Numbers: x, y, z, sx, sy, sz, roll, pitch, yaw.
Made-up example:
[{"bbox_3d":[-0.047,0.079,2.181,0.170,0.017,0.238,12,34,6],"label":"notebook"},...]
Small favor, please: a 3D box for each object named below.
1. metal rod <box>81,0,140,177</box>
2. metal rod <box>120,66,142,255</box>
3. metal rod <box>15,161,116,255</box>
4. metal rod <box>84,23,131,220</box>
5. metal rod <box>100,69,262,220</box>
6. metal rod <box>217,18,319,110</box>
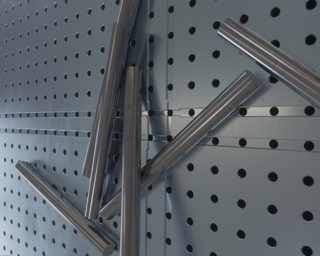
[{"bbox_3d":[-0.075,-0.064,0.472,0.025,0.025,0.298,26,106,37],"label":"metal rod"},{"bbox_3d":[-0.038,0.062,0.408,0.025,0.025,0.299,-12,72,39],"label":"metal rod"},{"bbox_3d":[-0.185,0.134,0.564,0.300,0.025,0.025,26,107,37],"label":"metal rod"},{"bbox_3d":[-0.081,0.000,0.463,0.025,0.025,0.298,23,109,38],"label":"metal rod"},{"bbox_3d":[0.008,0.039,0.403,0.299,0.025,0.025,-45,63,30],"label":"metal rod"},{"bbox_3d":[0.163,-0.017,0.274,0.300,0.025,0.025,47,118,30],"label":"metal rod"}]
